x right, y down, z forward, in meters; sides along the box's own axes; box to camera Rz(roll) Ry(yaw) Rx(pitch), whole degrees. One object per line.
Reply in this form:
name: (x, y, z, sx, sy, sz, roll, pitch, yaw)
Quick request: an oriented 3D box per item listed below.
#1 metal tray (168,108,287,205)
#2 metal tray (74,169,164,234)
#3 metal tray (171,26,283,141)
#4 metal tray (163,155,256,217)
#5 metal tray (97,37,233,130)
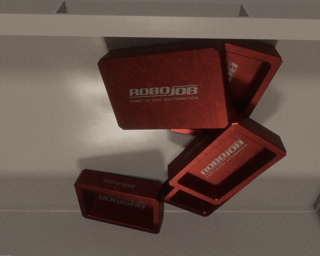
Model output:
metal tray: (0.082, 0.043, 0.403, 0.090, 0.030, 0.129, 28, 125, -22)
metal tray: (-0.061, 0.116, 0.482, 0.131, 0.030, 0.089, 9, 131, 10)
metal tray: (0.070, -0.045, 0.368, 0.091, 0.030, 0.129, 12, 129, -11)
metal tray: (0.073, 0.081, 0.475, 0.090, 0.030, 0.129, 25, 126, -21)
metal tray: (0.007, -0.044, 0.337, 0.130, 0.030, 0.089, -1, 123, 21)
